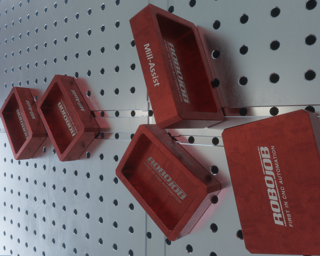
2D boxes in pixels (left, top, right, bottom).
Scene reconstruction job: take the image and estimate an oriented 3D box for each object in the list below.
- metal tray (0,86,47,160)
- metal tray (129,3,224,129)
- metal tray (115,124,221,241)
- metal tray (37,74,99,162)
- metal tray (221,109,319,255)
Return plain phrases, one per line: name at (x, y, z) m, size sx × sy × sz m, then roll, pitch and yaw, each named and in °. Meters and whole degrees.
metal tray at (-0.288, -0.010, 0.646) m, size 0.090 × 0.030 × 0.130 m, roll -44°, pitch 64°, yaw 31°
metal tray at (0.021, -0.065, 0.350) m, size 0.030 × 0.091 × 0.130 m, roll -24°, pitch 75°, yaw 38°
metal tray at (0.004, 0.066, 0.403) m, size 0.130 × 0.030 × 0.090 m, roll 44°, pitch 116°, yaw 31°
metal tray at (-0.165, -0.018, 0.543) m, size 0.090 × 0.030 × 0.130 m, roll -47°, pitch 62°, yaw 30°
metal tray at (0.120, 0.055, 0.308) m, size 0.090 × 0.030 × 0.129 m, roll -17°, pitch 79°, yaw 38°
